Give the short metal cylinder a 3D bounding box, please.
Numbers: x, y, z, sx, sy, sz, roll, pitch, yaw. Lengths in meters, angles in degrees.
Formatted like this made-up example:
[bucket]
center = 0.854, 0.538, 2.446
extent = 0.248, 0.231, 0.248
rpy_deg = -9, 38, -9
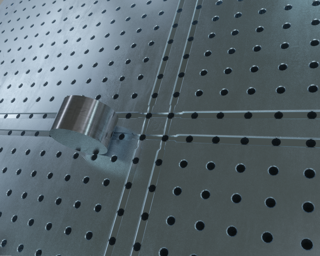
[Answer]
[short metal cylinder]
center = -0.104, -0.002, 0.427
extent = 0.080, 0.080, 0.050
rpy_deg = 1, 62, 28
